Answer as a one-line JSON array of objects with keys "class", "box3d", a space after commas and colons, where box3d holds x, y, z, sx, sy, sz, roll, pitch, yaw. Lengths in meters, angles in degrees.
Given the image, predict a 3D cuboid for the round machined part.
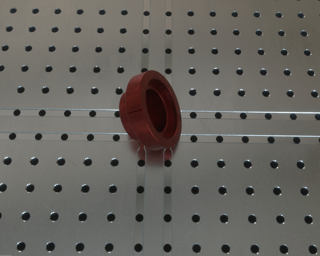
[{"class": "round machined part", "box3d": [-0.014, -0.020, 0.389, 0.042, 0.098, 0.098, -14, 67, 28]}]
